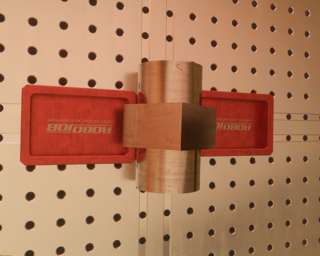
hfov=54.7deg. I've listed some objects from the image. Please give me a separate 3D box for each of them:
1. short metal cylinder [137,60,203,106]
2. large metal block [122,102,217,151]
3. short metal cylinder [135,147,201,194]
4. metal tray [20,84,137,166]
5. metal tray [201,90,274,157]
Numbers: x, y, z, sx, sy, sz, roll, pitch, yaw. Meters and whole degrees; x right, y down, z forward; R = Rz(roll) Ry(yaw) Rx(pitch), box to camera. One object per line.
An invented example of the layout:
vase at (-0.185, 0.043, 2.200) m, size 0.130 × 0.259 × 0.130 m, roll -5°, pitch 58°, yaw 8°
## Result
short metal cylinder at (0.012, -0.051, 0.387) m, size 0.081 × 0.080 × 0.050 m, roll 1°, pitch 90°, yaw -20°
large metal block at (0.013, -0.001, 0.373) m, size 0.080 × 0.080 × 0.050 m, roll 3°, pitch 88°, yaw -54°
short metal cylinder at (0.010, 0.049, 0.387) m, size 0.081 × 0.080 × 0.050 m, roll 2°, pitch 90°, yaw -20°
metal tray at (-0.095, -0.002, 0.374) m, size 0.131 × 0.030 × 0.089 m, roll 1°, pitch 90°, yaw -20°
metal tray at (0.101, -0.006, 0.447) m, size 0.131 × 0.030 × 0.089 m, roll 1°, pitch 90°, yaw -20°
